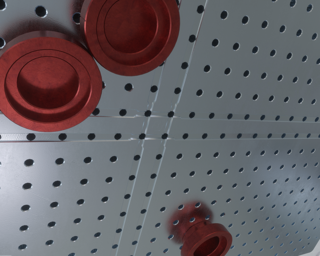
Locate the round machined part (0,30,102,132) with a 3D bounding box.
[{"bbox_3d":[-0.110,-0.048,0.307,0.099,0.042,0.097,-12,126,-17],"label":"round machined part"}]

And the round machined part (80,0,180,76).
[{"bbox_3d":[-0.033,-0.106,0.316,0.099,0.042,0.097,-14,124,-21],"label":"round machined part"}]

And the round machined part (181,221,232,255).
[{"bbox_3d":[0.081,0.213,0.575,0.099,0.042,0.097,-14,124,-21],"label":"round machined part"}]
